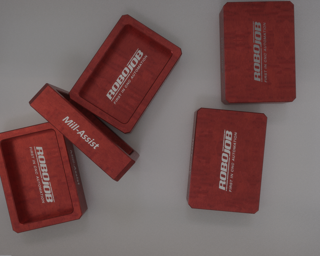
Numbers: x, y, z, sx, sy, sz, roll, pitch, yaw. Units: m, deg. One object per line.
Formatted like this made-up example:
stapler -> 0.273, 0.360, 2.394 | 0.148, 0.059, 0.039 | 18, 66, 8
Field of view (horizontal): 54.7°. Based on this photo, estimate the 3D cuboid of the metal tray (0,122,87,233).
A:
metal tray -> -0.156, 0.062, 0.407 | 0.091, 0.030, 0.129 | -13, 90, 0

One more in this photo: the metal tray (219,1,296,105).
metal tray -> 0.128, -0.097, 0.410 | 0.091, 0.030, 0.129 | -1, 90, 0

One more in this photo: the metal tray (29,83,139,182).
metal tray -> -0.085, 0.005, 0.378 | 0.130, 0.090, 0.030 | 42, 90, 0

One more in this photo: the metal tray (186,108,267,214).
metal tray -> 0.087, 0.042, 0.409 | 0.091, 0.030, 0.129 | 5, 90, 0

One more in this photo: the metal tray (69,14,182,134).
metal tray -> -0.043, -0.068, 0.402 | 0.090, 0.030, 0.130 | 33, 85, -1
